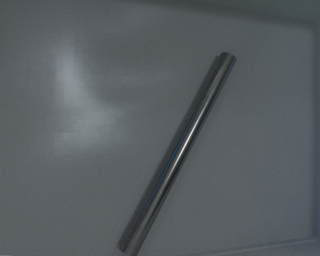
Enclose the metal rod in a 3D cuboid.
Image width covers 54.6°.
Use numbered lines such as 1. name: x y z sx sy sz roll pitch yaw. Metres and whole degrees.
1. metal rod: 0.029 0.028 0.420 0.025 0.025 0.300 31 80 -17
